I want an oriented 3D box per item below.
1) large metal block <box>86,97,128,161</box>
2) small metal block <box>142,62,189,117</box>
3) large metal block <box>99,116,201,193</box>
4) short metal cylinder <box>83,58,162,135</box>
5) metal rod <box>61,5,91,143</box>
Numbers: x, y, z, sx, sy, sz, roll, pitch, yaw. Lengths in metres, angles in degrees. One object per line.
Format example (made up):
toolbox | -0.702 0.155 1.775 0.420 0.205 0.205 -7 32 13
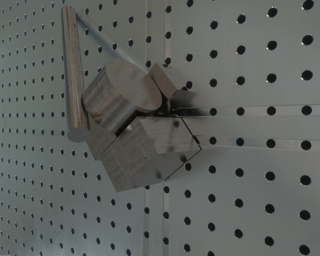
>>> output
large metal block | -0.059 -0.006 0.421 0.050 0.081 0.080 -45 63 30
small metal block | 0.002 -0.049 0.407 0.050 0.025 0.050 -49 62 28
large metal block | -0.012 0.031 0.379 0.080 0.081 0.050 -45 64 30
short metal cylinder | -0.045 -0.038 0.375 0.050 0.081 0.080 -44 64 31
metal rod | -0.125 -0.097 0.442 0.025 0.025 0.300 -49 40 29
